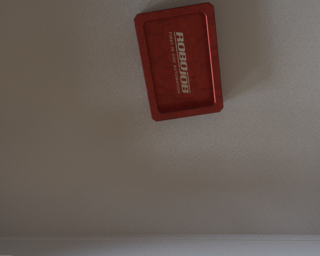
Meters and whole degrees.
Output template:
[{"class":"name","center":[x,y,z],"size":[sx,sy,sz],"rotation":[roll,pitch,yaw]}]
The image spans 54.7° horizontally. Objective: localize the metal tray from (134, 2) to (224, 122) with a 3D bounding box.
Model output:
[{"class":"metal tray","center":[0.025,-0.079,0.379],"size":[0.091,0.030,0.129],"rotation":[-9,110,2]}]
